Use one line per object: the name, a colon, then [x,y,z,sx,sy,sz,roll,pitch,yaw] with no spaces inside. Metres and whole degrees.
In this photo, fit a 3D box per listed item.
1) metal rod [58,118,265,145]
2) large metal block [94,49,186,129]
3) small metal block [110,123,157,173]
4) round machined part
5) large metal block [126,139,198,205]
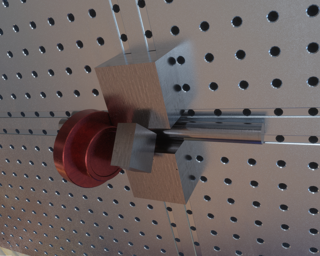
metal rod: [-0.017,0.001,0.421,0.300,0.025,0.025,2,120,27]
large metal block: [-0.022,-0.046,0.378,0.080,0.050,0.080,1,119,28]
small metal block: [-0.030,0.025,0.369,0.025,0.050,0.050,1,75,28]
round machined part: [-0.077,0.028,0.384,0.042,0.099,0.097,13,125,38]
large metal block: [0.001,0.053,0.428,0.080,0.050,0.080,1,119,27]
